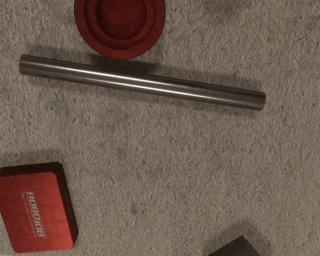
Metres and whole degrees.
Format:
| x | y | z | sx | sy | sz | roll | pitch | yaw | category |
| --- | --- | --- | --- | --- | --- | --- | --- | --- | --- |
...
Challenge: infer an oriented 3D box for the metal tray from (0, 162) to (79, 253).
| x | y | z | sx | sy | sz | roll | pitch | yaw | category |
| --- | --- | --- | --- | --- | --- | --- | --- | --- | --- |
| -0.177 | 0.117 | 0.448 | 0.091 | 0.030 | 0.129 | -6 | 110 | 1 | metal tray |

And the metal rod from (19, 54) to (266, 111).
| x | y | z | sx | sy | sz | roll | pitch | yaw | category |
| --- | --- | --- | --- | --- | --- | --- | --- | --- | --- |
| -0.018 | -0.056 | 0.388 | 0.302 | 0.025 | 0.025 | 8 | 110 | -4 | metal rod |

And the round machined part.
| x | y | z | sx | sy | sz | roll | pitch | yaw | category |
| --- | --- | --- | --- | --- | --- | --- | --- | --- | --- |
| -0.043 | -0.130 | 0.352 | 0.099 | 0.042 | 0.097 | 0 | 110 | -1 | round machined part |

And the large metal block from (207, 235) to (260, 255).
| x | y | z | sx | sy | sz | roll | pitch | yaw | category |
| --- | --- | --- | --- | --- | --- | --- | --- | --- | --- |
| 0.123 | 0.229 | 0.483 | 0.080 | 0.050 | 0.080 | -36 | 107 | 12 | large metal block |
